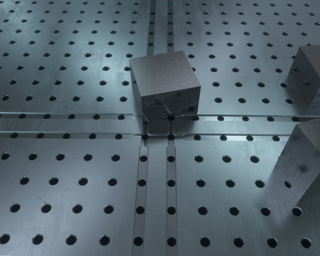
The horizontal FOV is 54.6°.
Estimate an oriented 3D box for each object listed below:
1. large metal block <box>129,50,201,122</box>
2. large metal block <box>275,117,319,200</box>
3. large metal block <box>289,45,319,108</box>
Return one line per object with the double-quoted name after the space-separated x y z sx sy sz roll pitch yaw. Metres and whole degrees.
0.005 -0.061 0.443 0.081 0.050 0.080 -11 51 -9 "large metal block"
0.189 0.029 0.348 0.081 0.080 0.050 -15 52 -12 "large metal block"
0.252 -0.079 0.459 0.080 0.050 0.080 -4 50 -4 "large metal block"
